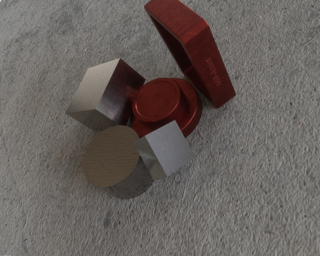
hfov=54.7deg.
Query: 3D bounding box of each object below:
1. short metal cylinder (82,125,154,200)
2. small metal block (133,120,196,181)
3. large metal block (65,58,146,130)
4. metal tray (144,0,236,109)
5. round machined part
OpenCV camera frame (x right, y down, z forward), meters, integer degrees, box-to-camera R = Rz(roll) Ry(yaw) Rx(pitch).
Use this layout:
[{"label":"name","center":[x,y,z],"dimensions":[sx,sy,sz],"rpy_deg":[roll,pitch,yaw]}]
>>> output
[{"label":"short metal cylinder","center":[-0.048,0.043,0.387],"dimensions":[0.080,0.050,0.080],"rpy_deg":[-13,56,20]},{"label":"small metal block","center":[0.006,0.025,0.356],"dimensions":[0.025,0.050,0.050],"rpy_deg":[-29,89,49]},{"label":"large metal block","center":[-0.077,-0.045,0.440],"dimensions":[0.080,0.050,0.080],"rpy_deg":[-3,59,46]},{"label":"metal tray","center":[0.039,-0.089,0.370],"dimensions":[0.030,0.130,0.090],"rpy_deg":[-38,51,3]},{"label":"round machined part","center":[0.003,-0.028,0.410],"dimensions":[0.098,0.042,0.098],"rpy_deg":[-13,56,20]}]
